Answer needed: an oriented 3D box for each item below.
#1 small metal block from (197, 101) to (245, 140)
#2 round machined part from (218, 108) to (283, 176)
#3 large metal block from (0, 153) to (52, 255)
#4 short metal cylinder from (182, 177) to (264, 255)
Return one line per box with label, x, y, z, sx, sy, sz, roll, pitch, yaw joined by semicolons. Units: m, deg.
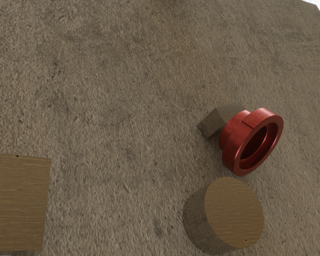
small metal block;0.090;-0.011;0.445;0.050;0.050;0.025;-17;70;-35
round machined part;0.119;0.015;0.423;0.099;0.097;0.042;-17;42;-35
large metal block;-0.144;0.068;0.269;0.081;0.050;0.080;9;58;-24
short metal cylinder;0.074;0.104;0.366;0.081;0.050;0.080;14;56;-21
